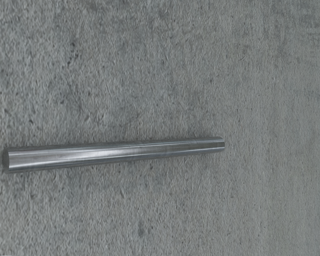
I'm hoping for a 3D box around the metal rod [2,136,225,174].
[{"bbox_3d":[-0.026,0.028,0.381,0.302,0.025,0.025,-1,91,-40],"label":"metal rod"}]
